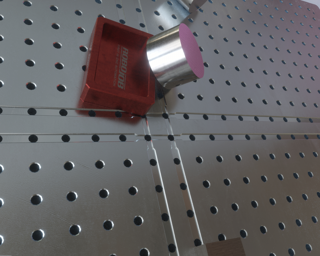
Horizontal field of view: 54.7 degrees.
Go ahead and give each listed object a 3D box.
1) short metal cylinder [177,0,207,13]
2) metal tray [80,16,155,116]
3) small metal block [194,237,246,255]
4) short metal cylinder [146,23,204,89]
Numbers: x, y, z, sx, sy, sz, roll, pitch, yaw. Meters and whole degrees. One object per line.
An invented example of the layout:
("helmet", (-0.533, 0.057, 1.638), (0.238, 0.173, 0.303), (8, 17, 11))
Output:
("short metal cylinder", (0.064, -0.260, 0.566), (0.050, 0.080, 0.080), (47, 51, 4))
("metal tray", (-0.053, -0.087, 0.429), (0.091, 0.030, 0.130), (14, 56, -21))
("small metal block", (0.072, 0.156, 0.352), (0.050, 0.025, 0.050), (1, 61, -28))
("short metal cylinder", (0.024, -0.101, 0.443), (0.080, 0.050, 0.080), (41, 40, -47))
